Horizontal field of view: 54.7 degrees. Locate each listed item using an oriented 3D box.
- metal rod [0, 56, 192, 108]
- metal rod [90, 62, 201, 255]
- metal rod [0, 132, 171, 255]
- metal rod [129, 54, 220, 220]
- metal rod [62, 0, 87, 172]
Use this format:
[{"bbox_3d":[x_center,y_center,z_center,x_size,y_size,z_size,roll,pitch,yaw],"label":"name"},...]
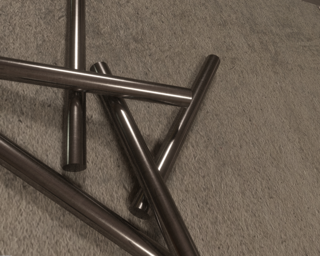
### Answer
[{"bbox_3d":[-0.110,-0.057,0.349,0.302,0.025,0.025,8,58,-14],"label":"metal rod"},{"bbox_3d":[-0.018,0.040,0.343,0.025,0.025,0.299,-9,58,-33],"label":"metal rod"},{"bbox_3d":[-0.046,0.103,0.317,0.301,0.025,0.025,36,51,-4],"label":"metal rod"},{"bbox_3d":[0.034,-0.011,0.430,0.025,0.025,0.301,34,51,-7],"label":"metal rod"},{"bbox_3d":[-0.109,-0.088,0.399,0.025,0.025,0.299,7,59,-25],"label":"metal rod"}]
